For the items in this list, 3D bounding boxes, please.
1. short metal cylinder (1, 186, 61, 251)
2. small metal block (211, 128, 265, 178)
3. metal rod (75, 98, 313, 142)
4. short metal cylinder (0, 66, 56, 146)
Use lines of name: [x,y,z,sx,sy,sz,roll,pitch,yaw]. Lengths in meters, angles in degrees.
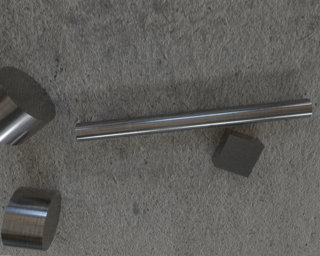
short metal cylinder: [-0.173,0.123,0.424,0.050,0.080,0.079,9,110,-3]
small metal block: [0.105,0.034,0.423,0.050,0.025,0.050,19,109,-7]
metal rod: [0.042,-0.010,0.406,0.302,0.025,0.025,-6,110,2]
short metal cylinder: [-0.174,-0.026,0.369,0.050,0.080,0.080,-36,106,12]
